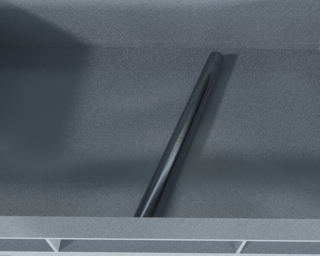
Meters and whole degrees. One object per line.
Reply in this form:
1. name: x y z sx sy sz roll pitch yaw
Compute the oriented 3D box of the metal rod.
1. metal rod: 0.037 -0.006 0.410 0.025 0.025 0.301 17 52 13
